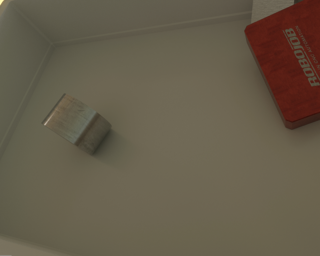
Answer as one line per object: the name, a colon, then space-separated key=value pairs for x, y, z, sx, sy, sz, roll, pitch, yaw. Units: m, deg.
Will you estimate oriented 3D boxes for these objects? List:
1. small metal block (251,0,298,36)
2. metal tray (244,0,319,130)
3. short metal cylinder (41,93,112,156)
small metal block: x=0.147 y=-0.144 z=0.401 sx=0.050 sy=0.025 sz=0.050 roll=9 pitch=103 yaw=31
metal tray: x=0.160 y=-0.074 z=0.344 sx=0.090 sy=0.030 sz=0.130 roll=-22 pitch=67 yaw=14
short metal cylinder: x=-0.115 y=-0.004 z=0.431 sx=0.080 sy=0.080 sz=0.050 roll=24 pitch=75 yaw=36
